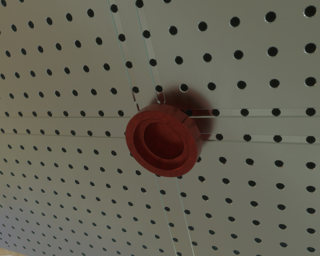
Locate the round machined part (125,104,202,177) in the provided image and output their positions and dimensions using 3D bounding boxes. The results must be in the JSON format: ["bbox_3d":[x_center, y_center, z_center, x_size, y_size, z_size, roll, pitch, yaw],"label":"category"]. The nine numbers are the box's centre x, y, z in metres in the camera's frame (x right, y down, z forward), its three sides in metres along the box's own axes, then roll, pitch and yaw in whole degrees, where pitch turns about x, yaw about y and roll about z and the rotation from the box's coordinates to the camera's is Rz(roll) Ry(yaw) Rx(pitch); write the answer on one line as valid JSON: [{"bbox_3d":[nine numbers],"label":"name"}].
[{"bbox_3d":[0.008,0.012,0.402,0.098,0.042,0.097,13,124,20],"label":"round machined part"}]
